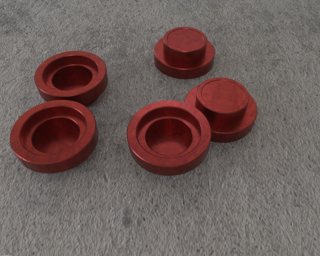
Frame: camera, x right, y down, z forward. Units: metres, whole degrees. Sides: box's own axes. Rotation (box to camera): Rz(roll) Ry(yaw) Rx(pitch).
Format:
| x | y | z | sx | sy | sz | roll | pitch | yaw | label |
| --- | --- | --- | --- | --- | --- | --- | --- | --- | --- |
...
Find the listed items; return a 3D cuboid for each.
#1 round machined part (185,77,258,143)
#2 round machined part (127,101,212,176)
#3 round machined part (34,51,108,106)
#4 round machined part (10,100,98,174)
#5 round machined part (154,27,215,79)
| x | y | z | sx | sy | sz | roll | pitch | yaw | label |
| --- | --- | --- | --- | --- | --- | --- | --- | --- | --- |
| 0.082 | -0.031 | 0.419 | 0.099 | 0.042 | 0.098 | 0 | 50 | 0 | round machined part |
| 0.011 | 0.016 | 0.377 | 0.099 | 0.042 | 0.098 | -1 | 52 | 1 | round machined part |
| -0.124 | -0.065 | 0.446 | 0.099 | 0.042 | 0.098 | 0 | 50 | 0 | round machined part |
| -0.125 | 0.015 | 0.379 | 0.099 | 0.042 | 0.098 | 0 | 50 | 0 | round machined part |
| 0.040 | -0.127 | 0.499 | 0.099 | 0.042 | 0.098 | 0 | 50 | 0 | round machined part |
